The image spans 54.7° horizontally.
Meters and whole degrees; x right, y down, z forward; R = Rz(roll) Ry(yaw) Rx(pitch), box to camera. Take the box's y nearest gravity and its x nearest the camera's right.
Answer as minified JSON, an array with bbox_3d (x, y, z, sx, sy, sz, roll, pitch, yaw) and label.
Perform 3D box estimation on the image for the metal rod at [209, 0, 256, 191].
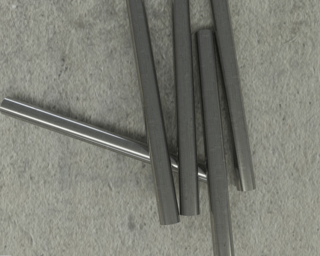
[{"bbox_3d":[0.093,-0.067,0.411,0.025,0.025,0.298,-8,90,0],"label":"metal rod"}]

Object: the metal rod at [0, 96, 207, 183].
[{"bbox_3d":[-0.060,0.019,0.409,0.302,0.025,0.025,19,90,-1],"label":"metal rod"}]

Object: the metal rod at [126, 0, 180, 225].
[{"bbox_3d":[-0.011,-0.032,0.392,0.025,0.025,0.298,-9,83,0],"label":"metal rod"}]

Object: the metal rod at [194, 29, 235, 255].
[{"bbox_3d":[0.068,0.022,0.390,0.025,0.025,0.298,-4,82,-1],"label":"metal rod"}]

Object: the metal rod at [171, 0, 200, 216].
[{"bbox_3d":[0.031,-0.043,0.394,0.025,0.025,0.298,-2,84,-1],"label":"metal rod"}]
